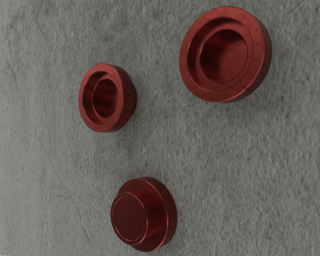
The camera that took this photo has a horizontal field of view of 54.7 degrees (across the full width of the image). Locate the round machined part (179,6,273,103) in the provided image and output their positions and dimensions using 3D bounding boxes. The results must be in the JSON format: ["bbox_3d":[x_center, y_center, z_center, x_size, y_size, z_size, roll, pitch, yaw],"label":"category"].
[{"bbox_3d":[0.072,-0.075,0.333,0.098,0.042,0.097,0,90,39],"label":"round machined part"}]

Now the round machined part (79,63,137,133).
[{"bbox_3d":[-0.072,-0.042,0.451,0.098,0.042,0.097,0,90,39],"label":"round machined part"}]

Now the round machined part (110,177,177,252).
[{"bbox_3d":[-0.029,0.117,0.415,0.098,0.042,0.097,0,90,39],"label":"round machined part"}]
